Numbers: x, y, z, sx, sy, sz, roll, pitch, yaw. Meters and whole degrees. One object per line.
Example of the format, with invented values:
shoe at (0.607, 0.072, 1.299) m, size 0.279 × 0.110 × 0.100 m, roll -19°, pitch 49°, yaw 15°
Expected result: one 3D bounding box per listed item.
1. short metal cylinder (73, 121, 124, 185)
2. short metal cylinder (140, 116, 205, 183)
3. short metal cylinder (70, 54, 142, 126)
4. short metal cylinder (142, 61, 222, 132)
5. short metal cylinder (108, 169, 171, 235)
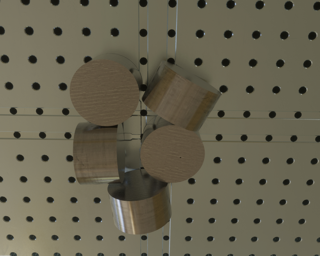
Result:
short metal cylinder at (-0.075, 0.031, 0.396) m, size 0.050 × 0.080 × 0.079 m, roll -2°, pitch 110°, yaw 0°
short metal cylinder at (0.016, 0.025, 0.409) m, size 0.081 × 0.050 × 0.079 m, roll 0°, pitch 111°, yaw -1°
short metal cylinder at (-0.064, -0.048, 0.381) m, size 0.080 × 0.050 × 0.079 m, roll 0°, pitch 110°, yaw 1°
short metal cylinder at (0.025, -0.039, 0.370) m, size 0.080 × 0.080 × 0.050 m, roll 27°, pitch 107°, yaw -10°
short metal cylinder at (-0.026, 0.097, 0.419) m, size 0.080 × 0.080 × 0.050 m, roll -6°, pitch 111°, yaw 2°
